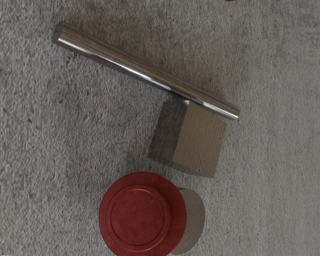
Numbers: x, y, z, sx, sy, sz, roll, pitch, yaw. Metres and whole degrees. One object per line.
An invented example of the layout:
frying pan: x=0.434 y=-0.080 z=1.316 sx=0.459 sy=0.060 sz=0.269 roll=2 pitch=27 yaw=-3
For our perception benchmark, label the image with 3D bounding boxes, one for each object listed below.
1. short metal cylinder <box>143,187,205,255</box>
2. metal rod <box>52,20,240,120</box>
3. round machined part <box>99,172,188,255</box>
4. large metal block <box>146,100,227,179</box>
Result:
short metal cylinder: x=0.013 y=0.115 z=0.399 sx=0.081 sy=0.050 sz=0.079 roll=0 pitch=90 yaw=-40
metal rod: x=0.008 y=-0.061 z=0.410 sx=0.302 sy=0.025 sz=0.025 roll=18 pitch=79 yaw=-39
round machined part: x=-0.020 y=0.097 z=0.338 sx=0.042 sy=0.098 sz=0.098 roll=58 pitch=45 yaw=-73
large metal block: x=0.038 y=0.016 z=0.421 sx=0.080 sy=0.050 sz=0.080 roll=27 pitch=73 yaw=-37
